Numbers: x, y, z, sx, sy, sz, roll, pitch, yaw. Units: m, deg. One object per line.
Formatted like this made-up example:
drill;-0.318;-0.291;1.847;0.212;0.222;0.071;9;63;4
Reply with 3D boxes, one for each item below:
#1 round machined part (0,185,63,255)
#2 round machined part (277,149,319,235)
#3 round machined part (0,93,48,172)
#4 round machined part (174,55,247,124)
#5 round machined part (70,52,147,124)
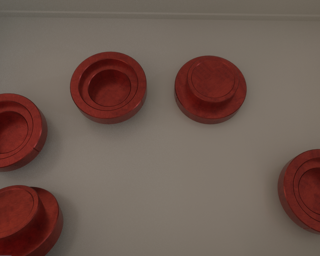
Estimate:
round machined part;-0.161;0.102;0.339;0.099;0.042;0.098;-2;39;2
round machined part;0.191;0.078;0.373;0.099;0.042;0.098;0;70;0
round machined part;-0.193;0.008;0.396;0.099;0.042;0.098;0;70;0
round machined part;0.069;-0.058;0.422;0.099;0.042;0.098;0;70;0
round machined part;-0.066;-0.050;0.418;0.099;0.042;0.098;0;70;0
